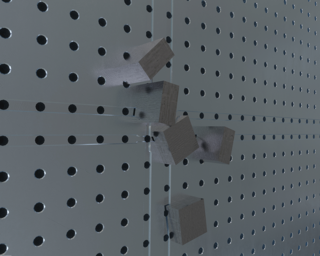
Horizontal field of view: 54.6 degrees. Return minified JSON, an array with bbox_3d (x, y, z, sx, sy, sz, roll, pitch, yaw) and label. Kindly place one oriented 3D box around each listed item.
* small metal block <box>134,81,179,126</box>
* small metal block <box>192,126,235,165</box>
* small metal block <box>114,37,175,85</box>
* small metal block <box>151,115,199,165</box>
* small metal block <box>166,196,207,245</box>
[{"bbox_3d":[-0.005,-0.029,0.388,0.025,0.050,0.050,12,83,-39],"label":"small metal block"},{"bbox_3d":[0.079,0.025,0.458,0.025,0.050,0.050,21,77,-38],"label":"small metal block"},{"bbox_3d":[-0.019,-0.080,0.376,0.050,0.050,0.025,-50,120,-28],"label":"small metal block"},{"bbox_3d":[0.022,0.016,0.426,0.050,0.025,0.050,-32,110,-35],"label":"small metal block"},{"bbox_3d":[0.039,0.130,0.441,0.050,0.025,0.050,-11,97,-39],"label":"small metal block"}]
